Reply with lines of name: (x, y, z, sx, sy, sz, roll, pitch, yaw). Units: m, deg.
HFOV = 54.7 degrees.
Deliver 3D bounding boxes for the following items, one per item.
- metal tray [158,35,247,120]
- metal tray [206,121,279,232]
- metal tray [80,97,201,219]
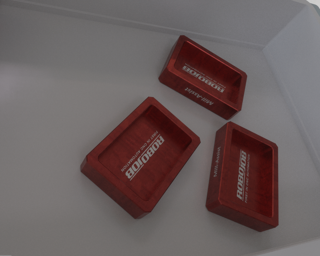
metal tray: (0.071, -0.080, 0.489, 0.131, 0.030, 0.090, 29, 52, -10)
metal tray: (0.117, 0.064, 0.425, 0.090, 0.030, 0.130, 25, 53, -13)
metal tray: (-0.018, 0.030, 0.373, 0.090, 0.030, 0.131, 42, 51, 0)
